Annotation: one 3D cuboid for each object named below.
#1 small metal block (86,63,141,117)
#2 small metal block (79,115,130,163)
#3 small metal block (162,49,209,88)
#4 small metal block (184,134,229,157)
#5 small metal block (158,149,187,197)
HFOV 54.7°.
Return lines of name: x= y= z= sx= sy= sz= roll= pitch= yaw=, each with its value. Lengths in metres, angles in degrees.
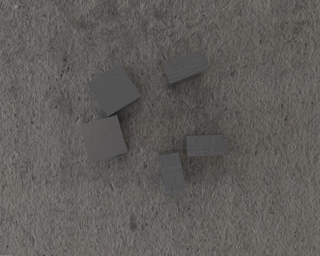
small metal block: x=-0.060 y=-0.048 z=0.407 sx=0.050 sy=0.025 sz=0.050 roll=-33 pitch=90 yaw=-5
small metal block: x=-0.073 y=0.014 z=0.409 sx=0.050 sy=0.025 sz=0.050 roll=-16 pitch=90 yaw=0
small metal block: x=0.031 y=-0.074 z=0.398 sx=0.050 sy=0.050 sz=0.025 roll=-22 pitch=90 yaw=0
small metal block: x=0.058 y=0.021 z=0.398 sx=0.050 sy=0.050 sz=0.025 roll=-2 pitch=90 yaw=0
small metal block: x=0.015 y=0.056 z=0.398 sx=0.025 sy=0.050 sz=0.050 roll=-11 pitch=90 yaw=0
